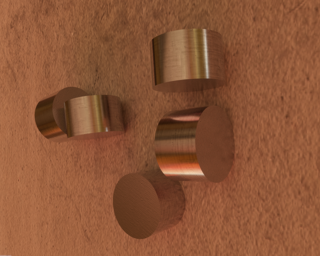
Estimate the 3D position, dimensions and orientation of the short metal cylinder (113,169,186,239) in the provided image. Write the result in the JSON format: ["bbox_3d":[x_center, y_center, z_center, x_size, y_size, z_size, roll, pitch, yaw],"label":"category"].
[{"bbox_3d":[-0.015,0.095,0.399,0.080,0.050,0.079,0,90,39],"label":"short metal cylinder"}]

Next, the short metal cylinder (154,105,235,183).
[{"bbox_3d":[0.039,0.018,0.335,0.050,0.081,0.080,-5,87,39],"label":"short metal cylinder"}]

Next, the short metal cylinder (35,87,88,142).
[{"bbox_3d":[-0.146,-0.020,0.487,0.050,0.081,0.080,-13,82,39],"label":"short metal cylinder"}]

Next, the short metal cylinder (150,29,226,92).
[{"bbox_3d":[0.030,-0.071,0.343,0.080,0.081,0.050,-6,86,39],"label":"short metal cylinder"}]

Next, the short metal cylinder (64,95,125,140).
[{"bbox_3d":[-0.094,-0.013,0.444,0.080,0.081,0.050,-13,82,39],"label":"short metal cylinder"}]
